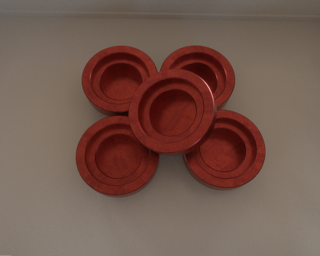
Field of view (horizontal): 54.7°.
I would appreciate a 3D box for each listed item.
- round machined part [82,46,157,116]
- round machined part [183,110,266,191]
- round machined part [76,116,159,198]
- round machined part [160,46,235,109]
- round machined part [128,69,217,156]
[{"bbox_3d":[-0.052,-0.058,0.419,0.099,0.042,0.098,0,70,-1],"label":"round machined part"},{"bbox_3d":[0.077,0.030,0.389,0.099,0.042,0.098,0,70,-1],"label":"round machined part"},{"bbox_3d":[-0.050,0.037,0.385,0.099,0.042,0.098,0,70,-1],"label":"round machined part"},{"bbox_3d":[0.048,-0.059,0.421,0.099,0.042,0.098,0,70,-1],"label":"round machined part"},{"bbox_3d":[0.017,-0.015,0.359,0.098,0.042,0.098,-5,74,17],"label":"round machined part"}]
